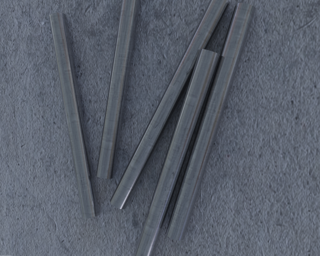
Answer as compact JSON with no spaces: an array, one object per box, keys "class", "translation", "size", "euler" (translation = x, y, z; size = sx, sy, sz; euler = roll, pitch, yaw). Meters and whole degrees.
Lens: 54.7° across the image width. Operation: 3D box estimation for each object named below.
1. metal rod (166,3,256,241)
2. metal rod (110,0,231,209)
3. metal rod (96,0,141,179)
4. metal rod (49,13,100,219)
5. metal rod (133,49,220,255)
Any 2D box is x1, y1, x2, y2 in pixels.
[{"class":"metal rod","translation":[0.061,-0.003,0.387],"size":[0.025,0.025,0.298],"euler":[18,96,19]},{"class":"metal rod","translation":[0.009,-0.026,0.405],"size":[0.025,0.025,0.298],"euler":[30,100,17]},{"class":"metal rod","translation":[-0.054,-0.079,0.428],"size":[0.025,0.025,0.298],"euler":[10,93,19]},{"class":"metal rod","translation":[-0.125,-0.020,0.453],"size":[0.025,0.025,0.298],"euler":[-12,86,19]},{"class":"metal rod","translation":[0.016,0.049,0.396],"size":[0.025,0.025,0.298],"euler":[21,99,19]}]
